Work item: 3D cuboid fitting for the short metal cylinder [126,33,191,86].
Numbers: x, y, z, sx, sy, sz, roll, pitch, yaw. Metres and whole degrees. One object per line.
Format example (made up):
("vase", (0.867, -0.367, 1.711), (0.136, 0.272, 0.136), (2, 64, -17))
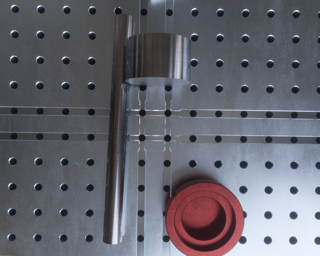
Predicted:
("short metal cylinder", (-0.002, -0.082, 0.386), (0.081, 0.080, 0.050), (1, 90, -1))

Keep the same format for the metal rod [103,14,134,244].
("metal rod", (-0.055, 0.001, 0.412), (0.025, 0.025, 0.298), (3, 90, -1))

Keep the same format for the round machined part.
("round machined part", (0.056, 0.115, 0.406), (0.099, 0.042, 0.097), (0, 90, -1))
